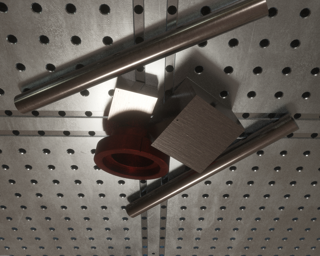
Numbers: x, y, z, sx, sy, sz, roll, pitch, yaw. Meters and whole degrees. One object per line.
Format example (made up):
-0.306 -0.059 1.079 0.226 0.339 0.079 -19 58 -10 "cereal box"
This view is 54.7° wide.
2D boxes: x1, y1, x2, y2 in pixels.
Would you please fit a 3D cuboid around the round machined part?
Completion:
-0.035 0.032 0.414 0.099 0.042 0.098 5 150 3 "round machined part"

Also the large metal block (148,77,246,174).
0.042 -0.002 0.385 0.080 0.050 0.080 32 112 -25 "large metal block"

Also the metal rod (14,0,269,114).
-0.034 -0.076 0.345 0.301 0.025 0.025 -19 128 15 "metal rod"

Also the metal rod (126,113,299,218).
0.063 0.066 0.469 0.299 0.025 0.025 -34 123 25 "metal rod"

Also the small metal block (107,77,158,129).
-0.034 -0.031 0.385 0.050 0.025 0.050 13 129 -11 "small metal block"
